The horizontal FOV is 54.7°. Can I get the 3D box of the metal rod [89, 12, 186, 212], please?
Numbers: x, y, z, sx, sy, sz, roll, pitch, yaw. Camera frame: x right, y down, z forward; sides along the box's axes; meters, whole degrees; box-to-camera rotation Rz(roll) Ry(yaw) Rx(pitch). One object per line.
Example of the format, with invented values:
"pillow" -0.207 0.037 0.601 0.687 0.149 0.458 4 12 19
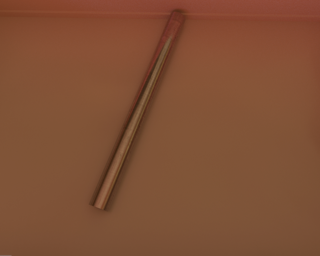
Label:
"metal rod" -0.024 -0.036 0.422 0.025 0.025 0.300 19 71 6
